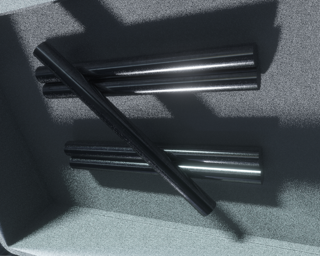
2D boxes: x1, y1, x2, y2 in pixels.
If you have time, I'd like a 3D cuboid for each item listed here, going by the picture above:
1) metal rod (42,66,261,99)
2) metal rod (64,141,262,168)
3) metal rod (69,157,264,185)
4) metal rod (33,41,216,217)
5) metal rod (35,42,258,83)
[{"bbox_3d":[-0.031,-0.053,0.390,0.300,0.025,0.025,1,119,27],"label":"metal rod"},{"bbox_3d":[-0.014,0.034,0.435,0.300,0.025,0.025,0,119,28],"label":"metal rod"},{"bbox_3d":[-0.009,0.056,0.445,0.300,0.025,0.025,0,119,28],"label":"metal rod"},{"bbox_3d":[-0.043,0.003,0.400,0.300,0.025,0.025,44,129,-3],"label":"metal rod"},{"bbox_3d":[-0.037,-0.075,0.379,0.300,0.025,0.025,1,119,27],"label":"metal rod"}]
